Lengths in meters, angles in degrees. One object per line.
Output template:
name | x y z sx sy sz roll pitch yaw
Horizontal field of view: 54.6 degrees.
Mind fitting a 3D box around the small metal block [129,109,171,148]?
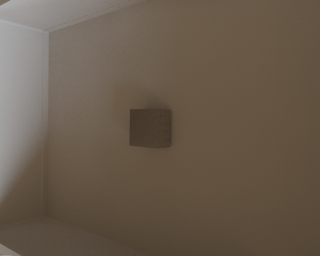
small metal block | -0.014 0.000 0.415 0.050 0.025 0.050 2 92 40
